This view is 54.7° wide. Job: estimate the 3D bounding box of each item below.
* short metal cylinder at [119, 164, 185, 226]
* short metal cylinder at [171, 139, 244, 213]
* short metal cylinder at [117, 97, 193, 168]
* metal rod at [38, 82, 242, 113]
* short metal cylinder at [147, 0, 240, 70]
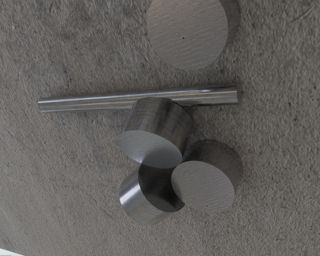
[{"bbox_3d":[-0.009,0.088,0.430,0.080,0.080,0.050,44,129,-2],"label":"short metal cylinder"},{"bbox_3d":[0.061,0.061,0.396,0.080,0.050,0.079,13,124,20],"label":"short metal cylinder"},{"bbox_3d":[-0.005,0.007,0.380,0.080,0.050,0.080,14,146,10],"label":"short metal cylinder"},{"bbox_3d":[-0.046,-0.036,0.408,0.300,0.025,0.025,-1,118,28],"label":"metal rod"},{"bbox_3d":[0.034,-0.104,0.308,0.080,0.050,0.079,13,124,21],"label":"short metal cylinder"}]
